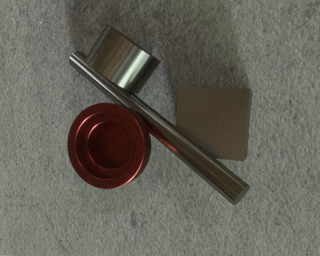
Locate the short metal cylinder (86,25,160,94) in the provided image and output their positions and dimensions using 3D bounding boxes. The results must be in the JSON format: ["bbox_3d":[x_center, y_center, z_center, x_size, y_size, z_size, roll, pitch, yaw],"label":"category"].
[{"bbox_3d":[-0.047,-0.088,0.396,0.080,0.080,0.050,39,102,15],"label":"short metal cylinder"}]

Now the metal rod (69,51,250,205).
[{"bbox_3d":[-0.021,-0.017,0.377,0.300,0.025,0.025,40,103,30],"label":"metal rod"}]

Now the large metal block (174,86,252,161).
[{"bbox_3d":[0.065,-0.006,0.374,0.080,0.050,0.079,5,92,19],"label":"large metal block"}]

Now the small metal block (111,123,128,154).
[{"bbox_3d":[-0.044,0.007,0.412,0.025,0.050,0.050,-2,89,20],"label":"small metal block"}]

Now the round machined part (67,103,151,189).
[{"bbox_3d":[-0.056,0.020,0.367,0.098,0.042,0.097,1,92,19],"label":"round machined part"}]
